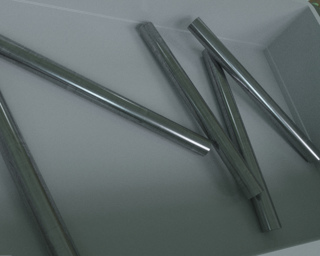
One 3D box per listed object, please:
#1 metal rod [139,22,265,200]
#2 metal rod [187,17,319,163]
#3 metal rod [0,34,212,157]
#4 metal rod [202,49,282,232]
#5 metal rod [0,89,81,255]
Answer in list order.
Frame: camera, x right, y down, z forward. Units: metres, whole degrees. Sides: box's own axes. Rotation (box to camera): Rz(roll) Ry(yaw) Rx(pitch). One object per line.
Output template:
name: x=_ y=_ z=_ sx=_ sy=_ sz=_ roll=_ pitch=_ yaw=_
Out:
metal rod: x=0.051 y=-0.036 z=0.445 sx=0.025 sy=0.025 sz=0.299 roll=-18 pitch=69 yaw=-35
metal rod: x=0.155 y=-0.058 z=0.502 sx=0.300 sy=0.025 sz=0.025 roll=46 pitch=51 yaw=-5
metal rod: x=-0.069 y=-0.038 z=0.391 sx=0.301 sy=0.025 sz=0.025 roll=26 pitch=53 yaw=-12
metal rod: x=0.115 y=0.001 z=0.466 sx=0.025 sy=0.025 sz=0.299 roll=1 pitch=61 yaw=-28
metal rod: x=-0.149 y=0.018 z=0.313 sx=0.025 sy=0.025 sz=0.299 roll=-21 pitch=73 yaw=-36
